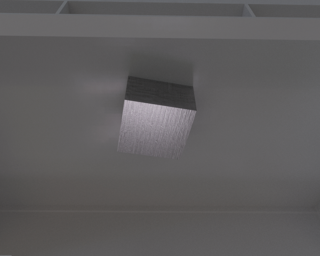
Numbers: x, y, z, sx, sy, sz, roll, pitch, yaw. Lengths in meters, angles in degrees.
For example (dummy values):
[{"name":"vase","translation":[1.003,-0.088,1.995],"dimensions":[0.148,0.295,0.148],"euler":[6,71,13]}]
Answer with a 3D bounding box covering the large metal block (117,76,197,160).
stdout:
[{"name":"large metal block","translation":[-0.006,-0.011,0.383],"dimensions":[0.080,0.050,0.079],"euler":[8,130,-7]}]
